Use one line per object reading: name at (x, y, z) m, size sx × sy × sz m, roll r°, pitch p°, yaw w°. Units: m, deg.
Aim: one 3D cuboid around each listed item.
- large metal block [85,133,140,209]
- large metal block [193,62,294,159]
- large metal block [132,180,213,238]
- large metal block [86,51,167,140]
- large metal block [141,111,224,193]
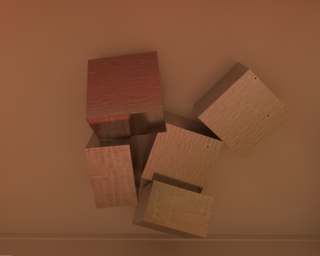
large metal block at (-0.056, 0.044, 0.396) m, size 0.050 × 0.080 × 0.079 m, roll -5°, pitch 110°, yaw 1°
large metal block at (0.101, -0.022, 0.390) m, size 0.080 × 0.050 × 0.080 m, roll 42°, pitch 104°, yaw -14°
large metal block at (0.014, 0.112, 0.415) m, size 0.080 × 0.080 × 0.050 m, roll 18°, pitch 67°, yaw -9°
large metal block at (-0.038, -0.037, 0.360) m, size 0.080 × 0.080 × 0.050 m, roll -7°, pitch 152°, yaw 3°
large metal block at (0.027, 0.031, 0.409) m, size 0.080 × 0.050 × 0.079 m, roll 18°, pitch 109°, yaw -7°
